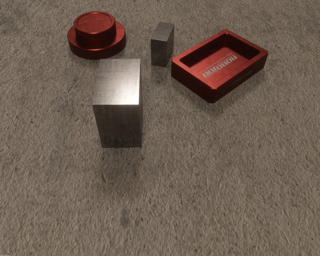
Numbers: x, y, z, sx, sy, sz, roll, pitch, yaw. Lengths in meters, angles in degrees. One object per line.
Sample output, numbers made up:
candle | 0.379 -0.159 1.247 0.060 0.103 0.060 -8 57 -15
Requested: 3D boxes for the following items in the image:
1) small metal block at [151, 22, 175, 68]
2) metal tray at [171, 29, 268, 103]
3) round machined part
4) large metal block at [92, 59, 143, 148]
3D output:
small metal block | 0.004 -0.135 0.500 0.025 0.050 0.050 12 51 9
metal tray | 0.093 -0.101 0.485 0.131 0.030 0.090 -35 58 -26
round machined part | -0.109 -0.163 0.528 0.099 0.042 0.098 0 50 0
large metal block | -0.049 -0.031 0.393 0.050 0.080 0.080 -1 50 -1
